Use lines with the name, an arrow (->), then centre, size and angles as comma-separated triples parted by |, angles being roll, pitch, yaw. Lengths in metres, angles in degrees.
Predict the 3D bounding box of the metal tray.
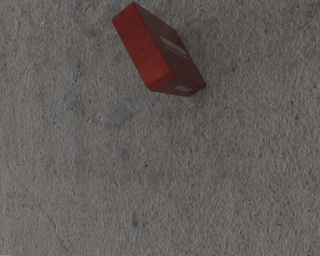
metal tray -> 0.007, -0.085, 0.365 | 0.030, 0.131, 0.090 | -32, 79, 22
